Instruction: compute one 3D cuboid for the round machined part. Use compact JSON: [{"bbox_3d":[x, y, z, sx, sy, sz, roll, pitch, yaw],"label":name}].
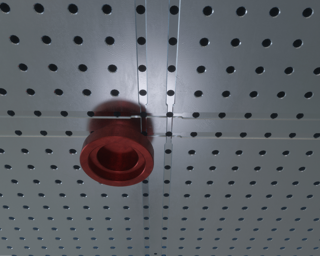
[{"bbox_3d":[-0.057,0.034,0.429,0.099,0.042,0.097,0,130,0],"label":"round machined part"}]
